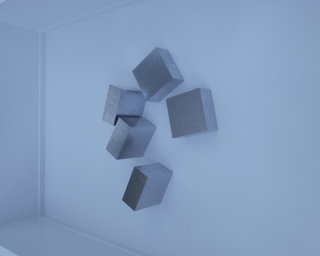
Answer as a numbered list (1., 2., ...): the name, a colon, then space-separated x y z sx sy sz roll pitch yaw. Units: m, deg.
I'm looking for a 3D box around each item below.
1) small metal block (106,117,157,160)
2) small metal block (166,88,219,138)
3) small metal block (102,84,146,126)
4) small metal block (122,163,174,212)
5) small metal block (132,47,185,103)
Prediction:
1. small metal block: -0.039 0.014 0.420 0.025 0.050 0.050 39 114 33
2. small metal block: 0.038 -0.017 0.374 0.050 0.025 0.050 -15 81 38
3. small metal block: -0.048 -0.031 0.428 0.025 0.050 0.050 24 105 37
4. small metal block: -0.015 0.075 0.401 0.025 0.050 0.050 33 110 35
5. small metal block: -0.003 -0.069 0.408 0.050 0.025 0.050 -39 67 33
